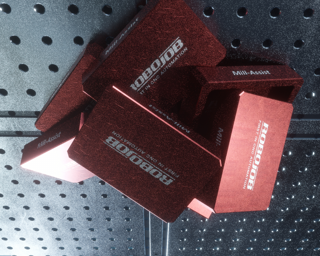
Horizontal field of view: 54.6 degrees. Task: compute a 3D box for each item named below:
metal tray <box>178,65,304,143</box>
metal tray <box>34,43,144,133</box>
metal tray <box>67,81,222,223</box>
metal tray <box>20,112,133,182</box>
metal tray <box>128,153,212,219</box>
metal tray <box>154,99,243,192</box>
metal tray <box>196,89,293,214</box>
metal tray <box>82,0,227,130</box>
[{"bbox_3d":[0.090,-0.025,0.358,0.131,0.030,0.089,-6,133,-22],"label":"metal tray"},{"bbox_3d":[-0.083,-0.028,0.383,0.090,0.030,0.129,31,123,-24],"label":"metal tray"},{"bbox_3d":[-0.016,0.025,0.314,0.130,0.030,0.090,35,110,-3],"label":"metal tray"},{"bbox_3d":[-0.105,0.031,0.404,0.130,0.030,0.090,-24,143,33],"label":"metal tray"},{"bbox_3d":[0.005,0.068,0.408,0.090,0.130,0.030,35,80,-27],"label":"metal tray"},{"bbox_3d":[0.050,0.021,0.388,0.130,0.090,0.030,37,121,-26],"label":"metal tray"},{"bbox_3d":[0.097,0.028,0.349,0.091,0.030,0.129,8,97,-33],"label":"metal tray"},{"bbox_3d":[-0.007,-0.066,0.327,0.130,0.030,0.090,-43,121,14],"label":"metal tray"}]
